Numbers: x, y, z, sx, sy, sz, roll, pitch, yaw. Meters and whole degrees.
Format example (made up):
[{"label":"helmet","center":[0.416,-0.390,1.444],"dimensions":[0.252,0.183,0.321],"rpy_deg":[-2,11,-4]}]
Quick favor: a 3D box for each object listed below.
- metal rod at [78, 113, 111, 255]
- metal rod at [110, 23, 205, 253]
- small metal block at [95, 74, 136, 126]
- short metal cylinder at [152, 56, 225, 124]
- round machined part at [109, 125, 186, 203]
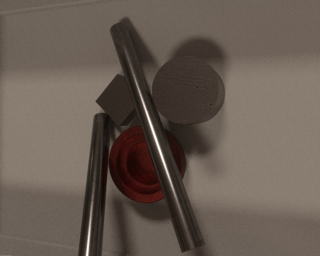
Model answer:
[{"label":"metal rod","center":[-0.077,0.109,0.356],"dimensions":[0.025,0.025,0.300],"rpy_deg":[-16,53,19]},{"label":"metal rod","center":[-0.012,-0.008,0.371],"dimensions":[0.025,0.025,0.299],"rpy_deg":[-27,65,17]},{"label":"small metal block","center":[-0.052,-0.038,0.428],"dimensions":[0.050,0.025,0.050],"rpy_deg":[45,103,14]},{"label":"short metal cylinder","center":[0.037,-0.045,0.384],"dimensions":[0.080,0.050,0.079],"rpy_deg":[0,90,19]},{"label":"round machined part","center":[-0.013,0.045,0.405],"dimensions":[0.098,0.042,0.097],"rpy_deg":[0,90,19]}]
